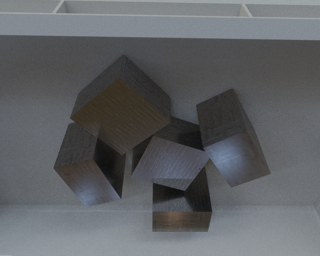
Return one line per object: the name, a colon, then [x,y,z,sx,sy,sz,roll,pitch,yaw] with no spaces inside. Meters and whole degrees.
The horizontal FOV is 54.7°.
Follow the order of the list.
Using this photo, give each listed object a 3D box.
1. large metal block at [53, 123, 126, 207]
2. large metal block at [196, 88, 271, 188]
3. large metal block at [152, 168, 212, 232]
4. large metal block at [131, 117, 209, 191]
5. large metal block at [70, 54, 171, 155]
large metal block: [-0.086,0.043,0.407,0.050,0.080,0.080,-15,129,12]
large metal block: [0.089,0.012,0.382,0.050,0.080,0.080,-25,126,19]
large metal block: [0.030,0.106,0.462,0.081,0.080,0.050,1,130,-1]
large metal block: [0.013,0.033,0.419,0.081,0.050,0.079,17,128,-15]
large metal block: [-0.044,-0.025,0.368,0.080,0.050,0.080,-35,123,25]
